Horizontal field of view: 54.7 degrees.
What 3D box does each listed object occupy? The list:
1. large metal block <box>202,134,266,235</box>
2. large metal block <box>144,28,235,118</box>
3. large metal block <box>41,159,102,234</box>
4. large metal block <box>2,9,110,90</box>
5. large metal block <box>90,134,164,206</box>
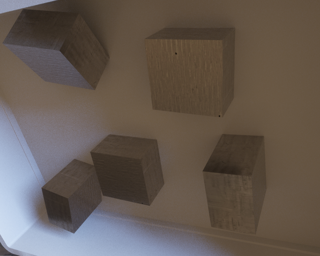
[{"bbox_3d":[0.091,0.062,0.363,0.050,0.080,0.080,2,120,27],"label":"large metal block"},{"bbox_3d":[0.035,-0.062,0.336,0.080,0.050,0.079,8,122,24],"label":"large metal block"},{"bbox_3d":[-0.143,0.112,0.518,0.050,0.080,0.079,16,125,19],"label":"large metal block"},{"bbox_3d":[-0.121,-0.093,0.374,0.080,0.050,0.080,12,160,21],"label":"large metal block"},{"bbox_3d":[-0.045,0.060,0.453,0.080,0.050,0.079,5,121,25],"label":"large metal block"}]
